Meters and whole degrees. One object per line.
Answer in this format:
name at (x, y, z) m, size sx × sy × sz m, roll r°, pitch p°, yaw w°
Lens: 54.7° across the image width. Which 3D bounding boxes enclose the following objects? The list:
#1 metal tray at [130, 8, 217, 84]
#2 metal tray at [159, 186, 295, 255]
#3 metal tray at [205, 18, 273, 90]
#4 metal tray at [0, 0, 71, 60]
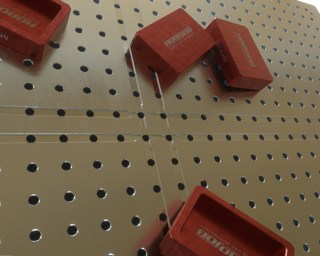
metal tray at (0.026, -0.137, 0.504) m, size 0.090 × 0.030 × 0.131 m, roll 44°, pitch 51°, yaw 2°
metal tray at (0.076, 0.130, 0.335) m, size 0.130 × 0.030 × 0.090 m, roll 32°, pitch 36°, yaw 9°
metal tray at (0.142, -0.133, 0.558) m, size 0.091 × 0.030 × 0.130 m, roll 0°, pitch 61°, yaw -36°
metal tray at (-0.193, -0.152, 0.393) m, size 0.131 × 0.030 × 0.090 m, roll 26°, pitch 53°, yaw -13°
